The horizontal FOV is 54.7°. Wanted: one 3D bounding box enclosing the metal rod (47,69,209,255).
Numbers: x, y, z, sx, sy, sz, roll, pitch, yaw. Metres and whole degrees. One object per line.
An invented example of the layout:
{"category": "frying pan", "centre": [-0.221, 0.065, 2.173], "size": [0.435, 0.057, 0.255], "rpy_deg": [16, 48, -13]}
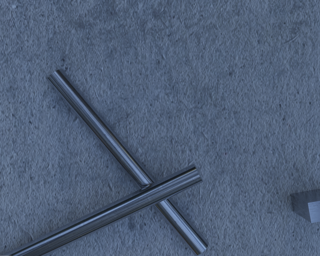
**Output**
{"category": "metal rod", "centre": [-0.042, 0.045, 0.409], "size": [0.025, 0.025, 0.300], "rpy_deg": [-40, 91, 0]}

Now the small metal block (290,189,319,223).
{"category": "small metal block", "centre": [0.206, 0.099, 0.400], "size": [0.050, 0.050, 0.025], "rpy_deg": [-10, 90, 0]}

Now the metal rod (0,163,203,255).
{"category": "metal rod", "centre": [-0.087, 0.121, 0.392], "size": [0.301, 0.025, 0.025], "rpy_deg": [-26, 90, 6]}
